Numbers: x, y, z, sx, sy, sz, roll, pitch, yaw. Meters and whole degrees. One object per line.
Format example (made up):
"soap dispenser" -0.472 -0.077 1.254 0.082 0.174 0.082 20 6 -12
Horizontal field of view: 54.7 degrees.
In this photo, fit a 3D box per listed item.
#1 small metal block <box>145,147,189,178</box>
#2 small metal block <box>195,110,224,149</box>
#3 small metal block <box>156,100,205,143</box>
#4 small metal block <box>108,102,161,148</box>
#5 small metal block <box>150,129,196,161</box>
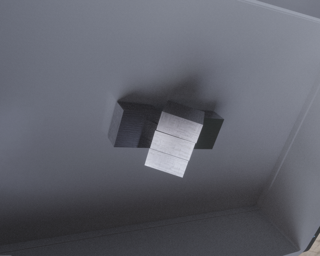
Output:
"small metal block" 0.012 0.035 0.407 0.050 0.050 0.025 18 113 3
"small metal block" 0.056 0.002 0.441 0.050 0.025 0.050 3 117 -30
"small metal block" 0.027 -0.009 0.388 0.050 0.050 0.025 19 112 3
"small metal block" -0.033 -0.003 0.388 0.050 0.025 0.050 4 117 -31
"small metal block" 0.019 0.013 0.397 0.050 0.050 0.025 18 113 3
